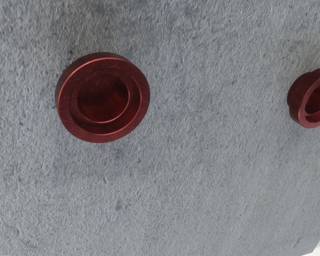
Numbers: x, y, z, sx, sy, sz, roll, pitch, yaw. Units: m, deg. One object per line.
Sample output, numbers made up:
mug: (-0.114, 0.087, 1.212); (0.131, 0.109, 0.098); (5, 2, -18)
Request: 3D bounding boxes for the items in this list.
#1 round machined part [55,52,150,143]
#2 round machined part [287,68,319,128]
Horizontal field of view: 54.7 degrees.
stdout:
round machined part: (-0.064, -0.035, 0.339); (0.099, 0.042, 0.097); (-14, 124, -21)
round machined part: (0.246, -0.052, 0.498); (0.099, 0.042, 0.097); (-14, 124, -21)
